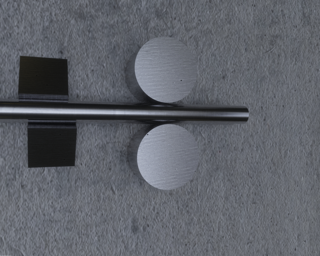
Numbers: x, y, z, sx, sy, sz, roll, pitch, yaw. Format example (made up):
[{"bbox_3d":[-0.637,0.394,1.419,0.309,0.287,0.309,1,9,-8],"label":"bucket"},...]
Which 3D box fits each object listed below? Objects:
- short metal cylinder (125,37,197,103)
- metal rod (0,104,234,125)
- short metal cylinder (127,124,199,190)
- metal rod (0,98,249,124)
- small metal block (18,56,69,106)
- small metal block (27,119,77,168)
[{"bbox_3d":[0.000,-0.070,0.397,0.081,0.050,0.079,0,90,-20],"label":"short metal cylinder"},{"bbox_3d":[-0.037,-0.018,0.397,0.303,0.025,0.025,0,90,-20],"label":"metal rod"},{"bbox_3d":[0.003,0.035,0.398,0.081,0.050,0.079,0,90,-20],"label":"short metal cylinder"},{"bbox_3d":[-0.027,-0.018,0.374,0.303,0.025,0.025,0,90,-20],"label":"metal rod"},{"bbox_3d":[-0.131,-0.052,0.352,0.050,0.025,0.050,0,63,-20],"label":"small metal block"},{"bbox_3d":[-0.123,0.017,0.354,0.050,0.025,0.050,0,117,-21],"label":"small metal block"}]
